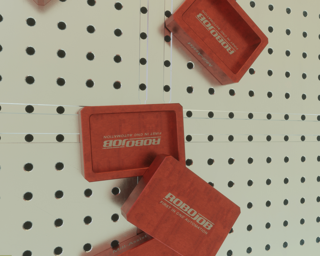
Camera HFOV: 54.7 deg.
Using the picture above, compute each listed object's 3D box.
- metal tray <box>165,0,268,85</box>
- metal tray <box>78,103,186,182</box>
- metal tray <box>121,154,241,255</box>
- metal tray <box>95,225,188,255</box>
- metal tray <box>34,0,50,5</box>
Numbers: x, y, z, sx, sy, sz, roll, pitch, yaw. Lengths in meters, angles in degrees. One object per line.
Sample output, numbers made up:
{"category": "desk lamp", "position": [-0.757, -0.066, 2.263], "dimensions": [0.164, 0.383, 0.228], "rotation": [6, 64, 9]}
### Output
{"category": "metal tray", "position": [0.083, -0.136, 0.441], "dimensions": [0.130, 0.030, 0.090], "rotation": [42, 77, -16]}
{"category": "metal tray", "position": [-0.034, 0.016, 0.398], "dimensions": [0.131, 0.030, 0.089], "rotation": [-4, 91, -20]}
{"category": "metal tray", "position": [0.029, 0.104, 0.390], "dimensions": [0.130, 0.030, 0.090], "rotation": [38, 78, -17]}
{"category": "metal tray", "position": [-0.025, 0.191, 0.402], "dimensions": [0.131, 0.030, 0.090], "rotation": [-20, 97, -19]}
{"category": "metal tray", "position": [-0.152, -0.222, 0.354], "dimensions": [0.130, 0.030, 0.090], "rotation": [46, 75, -15]}
